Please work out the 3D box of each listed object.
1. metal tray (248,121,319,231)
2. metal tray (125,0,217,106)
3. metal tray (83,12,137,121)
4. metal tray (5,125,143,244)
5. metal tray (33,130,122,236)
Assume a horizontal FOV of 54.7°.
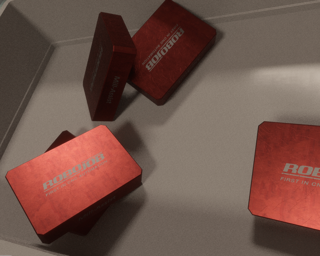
[{"bbox_3d":[0.152,0.045,0.275,0.130,0.030,0.089,6,87,30],"label":"metal tray"},{"bbox_3d":[0.006,-0.108,0.440,0.090,0.030,0.130,38,82,11],"label":"metal tray"},{"bbox_3d":[-0.076,-0.083,0.440,0.129,0.030,0.090,-63,37,40],"label":"metal tray"},{"bbox_3d":[-0.098,0.060,0.367,0.131,0.030,0.090,-29,61,-26],"label":"metal tray"},{"bbox_3d":[-0.117,0.069,0.420,0.130,0.030,0.090,31,79,37],"label":"metal tray"}]
